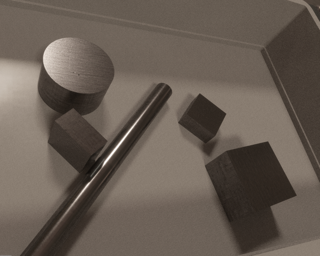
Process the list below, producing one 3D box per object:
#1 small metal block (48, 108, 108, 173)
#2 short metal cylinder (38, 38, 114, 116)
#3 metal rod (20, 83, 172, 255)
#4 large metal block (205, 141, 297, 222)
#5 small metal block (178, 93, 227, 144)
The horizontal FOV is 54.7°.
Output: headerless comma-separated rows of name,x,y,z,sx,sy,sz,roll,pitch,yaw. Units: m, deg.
small metal block,-0.090,0.015,0.333,0.050,0.050,0.025,44,51,1
short metal cylinder,-0.101,-0.061,0.373,0.081,0.050,0.080,14,56,-21
metal rod,-0.060,0.042,0.348,0.025,0.025,0.301,37,51,-4
large metal block,0.120,0.070,0.414,0.081,0.050,0.080,-9,66,-32
small metal block,0.062,-0.014,0.450,0.050,0.025,0.050,37,51,-4
